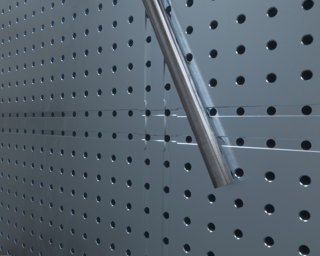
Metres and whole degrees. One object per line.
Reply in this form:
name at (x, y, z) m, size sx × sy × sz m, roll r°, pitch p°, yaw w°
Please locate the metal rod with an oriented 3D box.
metal rod at (0.025, -0.072, 0.387) m, size 0.025 × 0.025 × 0.299 m, roll -31°, pitch 71°, yaw 35°
